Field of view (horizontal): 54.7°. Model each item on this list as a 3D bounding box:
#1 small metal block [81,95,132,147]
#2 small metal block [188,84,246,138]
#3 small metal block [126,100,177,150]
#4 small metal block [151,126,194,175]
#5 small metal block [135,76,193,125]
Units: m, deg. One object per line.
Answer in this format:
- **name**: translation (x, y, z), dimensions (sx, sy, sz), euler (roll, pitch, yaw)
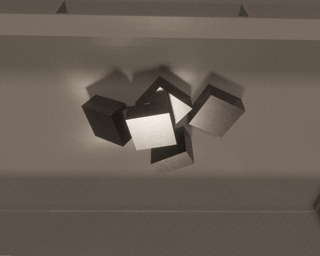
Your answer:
- **small metal block**: translation (-0.063, -0.009, 0.384), dimensions (0.050, 0.025, 0.050), euler (18, 140, 33)
- **small metal block**: translation (0.070, -0.021, 0.392), dimensions (0.050, 0.025, 0.050), euler (22, 127, -18)
- **small metal block**: translation (-0.009, -0.003, 0.374), dimensions (0.050, 0.025, 0.050), euler (-9, 130, 7)
- **small metal block**: translation (0.016, 0.030, 0.419), dimensions (0.050, 0.050, 0.025), euler (-22, 127, 17)
- **small metal block**: translation (0.004, -0.028, 0.385), dimensions (0.050, 0.025, 0.050), euler (31, 123, -24)
